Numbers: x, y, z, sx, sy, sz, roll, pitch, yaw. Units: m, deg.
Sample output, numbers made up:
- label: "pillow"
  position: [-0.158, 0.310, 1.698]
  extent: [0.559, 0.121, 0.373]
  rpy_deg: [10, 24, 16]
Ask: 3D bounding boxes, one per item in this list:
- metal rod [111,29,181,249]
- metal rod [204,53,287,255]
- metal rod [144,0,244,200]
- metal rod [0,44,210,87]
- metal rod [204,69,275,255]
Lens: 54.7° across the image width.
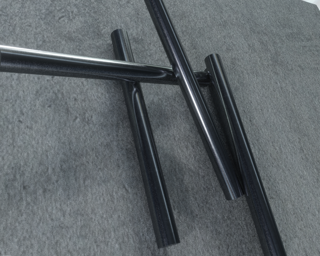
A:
- label: "metal rod"
  position: [-0.025, -0.005, 0.394]
  extent: [0.025, 0.025, 0.299]
  rpy_deg: [0, 62, -29]
- label: "metal rod"
  position: [0.109, 0.024, 0.423]
  extent: [0.025, 0.025, 0.299]
  rpy_deg: [2, 62, -28]
- label: "metal rod"
  position: [0.043, -0.048, 0.417]
  extent: [0.025, 0.025, 0.299]
  rpy_deg: [-19, 85, -35]
- label: "metal rod"
  position: [-0.040, -0.071, 0.388]
  extent: [0.302, 0.025, 0.025]
  rpy_deg: [-3, 63, -43]
- label: "metal rod"
  position: [0.115, 0.036, 0.445]
  extent: [0.025, 0.025, 0.299]
  rpy_deg: [1, 61, -28]
